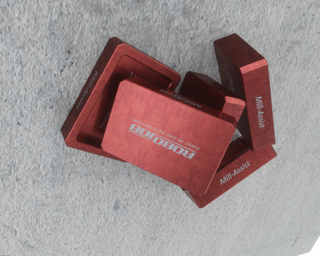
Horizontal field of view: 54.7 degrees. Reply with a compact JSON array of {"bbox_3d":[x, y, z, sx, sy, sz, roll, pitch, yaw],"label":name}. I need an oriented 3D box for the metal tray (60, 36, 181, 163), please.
[{"bbox_3d":[-0.046,-0.028,0.364,0.091,0.030,0.129,22,107,-37],"label":"metal tray"}]

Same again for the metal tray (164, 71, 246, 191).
[{"bbox_3d":[0.045,0.004,0.395,0.030,0.090,0.129,7,116,-32],"label":"metal tray"}]

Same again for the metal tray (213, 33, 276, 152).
[{"bbox_3d":[0.109,-0.044,0.397,0.030,0.090,0.129,-21,128,1],"label":"metal tray"}]

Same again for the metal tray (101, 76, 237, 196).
[{"bbox_3d":[0.007,0.007,0.345,0.130,0.030,0.089,24,112,9],"label":"metal tray"}]

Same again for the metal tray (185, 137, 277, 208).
[{"bbox_3d":[0.094,0.059,0.456,0.130,0.090,0.030,-33,94,-7],"label":"metal tray"}]
